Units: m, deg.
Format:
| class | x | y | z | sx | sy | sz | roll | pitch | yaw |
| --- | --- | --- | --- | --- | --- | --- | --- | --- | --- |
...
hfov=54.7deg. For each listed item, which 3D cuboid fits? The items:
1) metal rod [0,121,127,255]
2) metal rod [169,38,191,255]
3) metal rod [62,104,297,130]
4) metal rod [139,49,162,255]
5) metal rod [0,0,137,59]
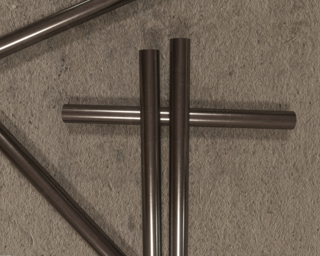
| class | x | y | z | sx | sy | sz | roll | pitch | yaw |
| --- | --- | --- | --- | --- | --- | --- | --- | --- | --- |
| metal rod | -0.140 | 0.085 | 0.408 | 0.025 | 0.025 | 0.300 | -43 | 91 | 0 |
| metal rod | 0.024 | 0.041 | 0.391 | 0.025 | 0.025 | 0.298 | 0 | 98 | -1 |
| metal rod | 0.025 | -0.015 | 0.410 | 0.302 | 0.025 | 0.025 | 2 | 90 | -1 |
| metal rod | -0.011 | 0.054 | 0.392 | 0.025 | 0.025 | 0.298 | -1 | 97 | -1 |
| metal rod | -0.114 | -0.147 | 0.408 | 0.301 | 0.025 | 0.025 | -24 | 90 | -1 |
